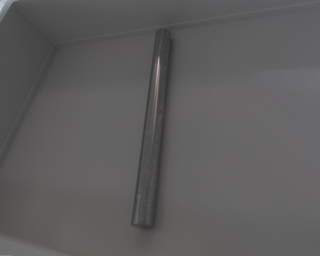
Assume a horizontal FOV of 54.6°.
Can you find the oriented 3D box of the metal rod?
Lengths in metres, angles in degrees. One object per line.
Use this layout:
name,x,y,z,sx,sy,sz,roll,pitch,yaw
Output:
metal rod,-0.008,-0.020,0.422,0.025,0.025,0.300,-9,58,24
